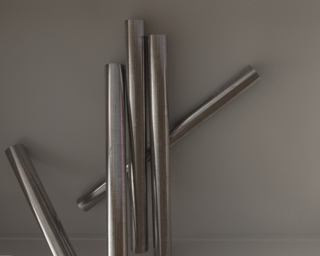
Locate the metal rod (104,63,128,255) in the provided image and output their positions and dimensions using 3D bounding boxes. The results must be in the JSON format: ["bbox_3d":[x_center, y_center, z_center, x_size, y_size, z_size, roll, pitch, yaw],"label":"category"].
[{"bbox_3d":[-0.052,0.072,0.373,0.025,0.025,0.298,-1,85,0],"label":"metal rod"}]

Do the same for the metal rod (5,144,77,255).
[{"bbox_3d":[-0.120,0.150,0.380,0.025,0.025,0.299,-36,73,12],"label":"metal rod"}]

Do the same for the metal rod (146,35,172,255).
[{"bbox_3d":[0.000,0.037,0.395,0.025,0.025,0.298,-1,101,0],"label":"metal rod"}]

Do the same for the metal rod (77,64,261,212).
[{"bbox_3d":[0.004,0.021,0.418,0.300,0.025,0.025,-38,106,12],"label":"metal rod"}]

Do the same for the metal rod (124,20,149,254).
[{"bbox_3d":[-0.029,0.020,0.395,0.025,0.025,0.298,0,102,0],"label":"metal rod"}]
